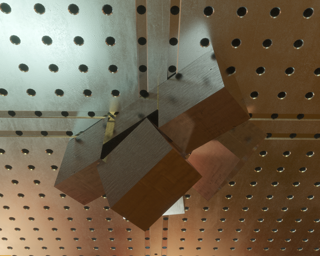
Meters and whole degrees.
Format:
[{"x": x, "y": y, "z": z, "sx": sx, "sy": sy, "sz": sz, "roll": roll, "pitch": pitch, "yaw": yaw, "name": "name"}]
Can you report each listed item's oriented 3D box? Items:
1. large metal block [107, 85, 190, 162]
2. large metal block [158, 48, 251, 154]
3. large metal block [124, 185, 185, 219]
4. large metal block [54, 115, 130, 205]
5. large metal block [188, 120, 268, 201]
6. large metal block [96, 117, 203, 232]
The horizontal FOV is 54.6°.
[{"x": -0.009, "y": 0.006, "z": 0.401, "sx": 0.080, "sy": 0.050, "sz": 0.080, "roll": -32, "pitch": 123, "yaw": 24, "name": "large metal block"}, {"x": 0.045, "y": -0.031, "z": 0.349, "sx": 0.080, "sy": 0.080, "sz": 0.050, "roll": -32, "pitch": 124, "yaw": 24, "name": "large metal block"}, {"x": -0.007, "y": 0.087, "z": 0.440, "sx": 0.080, "sy": 0.080, "sz": 0.050, "roll": -7, "pitch": 93, "yaw": 6, "name": "large metal block"}, {"x": -0.084, "y": 0.042, "z": 0.409, "sx": 0.080, "sy": 0.080, "sz": 0.050, "roll": -31, "pitch": 124, "yaw": 23, "name": "large metal block"}, {"x": 0.080, "y": 0.034, "z": 0.396, "sx": 0.050, "sy": 0.081, "sz": 0.080, "roll": 42, "pitch": 130, "yaw": 19, "name": "large metal block"}, {"x": -0.015, "y": 0.046, "z": 0.332, "sx": 0.080, "sy": 0.080, "sz": 0.050, "roll": -44, "pitch": 121, "yaw": 1, "name": "large metal block"}]
